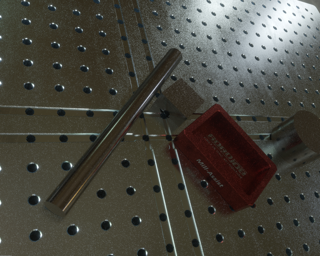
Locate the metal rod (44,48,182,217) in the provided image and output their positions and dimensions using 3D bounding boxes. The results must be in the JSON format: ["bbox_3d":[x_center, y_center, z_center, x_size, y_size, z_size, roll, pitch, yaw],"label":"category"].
[{"bbox_3d":[-0.040,-0.018,0.398,0.025,0.025,0.301,37,51,-4],"label":"metal rod"}]

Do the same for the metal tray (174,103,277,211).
[{"bbox_3d":[0.094,0.038,0.434,0.130,0.030,0.091,48,51,5],"label":"metal tray"}]

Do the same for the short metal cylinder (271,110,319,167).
[{"bbox_3d":[0.233,0.018,0.510,0.081,0.050,0.080,14,56,-21],"label":"short metal cylinder"}]

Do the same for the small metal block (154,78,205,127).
[{"bbox_3d":[0.029,-0.038,0.449,0.050,0.025,0.050,46,51,3],"label":"small metal block"}]
